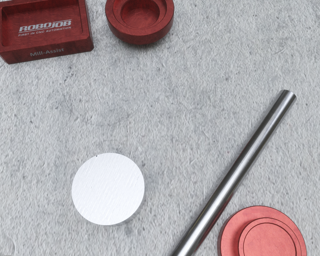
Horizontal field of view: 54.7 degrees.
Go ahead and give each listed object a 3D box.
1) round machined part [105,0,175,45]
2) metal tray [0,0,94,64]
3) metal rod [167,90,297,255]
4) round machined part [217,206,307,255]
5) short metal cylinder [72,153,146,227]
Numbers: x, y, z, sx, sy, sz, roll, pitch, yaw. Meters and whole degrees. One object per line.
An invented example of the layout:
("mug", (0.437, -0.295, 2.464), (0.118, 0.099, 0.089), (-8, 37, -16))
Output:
("round machined part", (-0.029, -0.164, 0.459), (0.099, 0.042, 0.098), (0, 70, -1))
("metal tray", (-0.170, -0.150, 0.458), (0.131, 0.030, 0.090), (-10, 70, -4))
("metal rod", (0.086, 0.068, 0.384), (0.025, 0.025, 0.300), (35, 73, 11))
("round machined part", (0.117, 0.138, 0.350), (0.099, 0.042, 0.098), (0, 70, -1))
("short metal cylinder", (-0.058, 0.074, 0.367), (0.081, 0.050, 0.080), (0, 70, 0))
